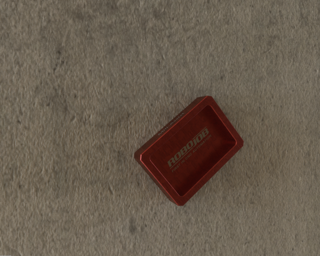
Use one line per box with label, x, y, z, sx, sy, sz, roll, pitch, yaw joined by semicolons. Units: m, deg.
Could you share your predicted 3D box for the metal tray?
metal tray;0.042;0.029;0.423;0.130;0.030;0.090;-41;104;-16
